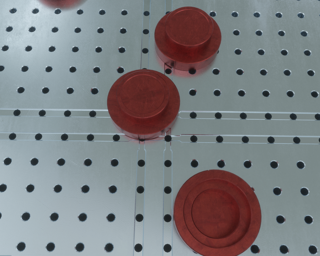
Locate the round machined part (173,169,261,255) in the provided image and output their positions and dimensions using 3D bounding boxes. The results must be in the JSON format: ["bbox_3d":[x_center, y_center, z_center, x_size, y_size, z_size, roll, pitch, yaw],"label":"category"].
[{"bbox_3d":[0.065,0.101,0.367,0.099,0.042,0.098,0,70,-1],"label":"round machined part"}]

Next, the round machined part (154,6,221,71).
[{"bbox_3d":[0.041,-0.137,0.453,0.099,0.042,0.098,0,70,-1],"label":"round machined part"}]

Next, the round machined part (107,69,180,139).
[{"bbox_3d":[-0.022,-0.037,0.416,0.099,0.042,0.098,0,70,-1],"label":"round machined part"}]
